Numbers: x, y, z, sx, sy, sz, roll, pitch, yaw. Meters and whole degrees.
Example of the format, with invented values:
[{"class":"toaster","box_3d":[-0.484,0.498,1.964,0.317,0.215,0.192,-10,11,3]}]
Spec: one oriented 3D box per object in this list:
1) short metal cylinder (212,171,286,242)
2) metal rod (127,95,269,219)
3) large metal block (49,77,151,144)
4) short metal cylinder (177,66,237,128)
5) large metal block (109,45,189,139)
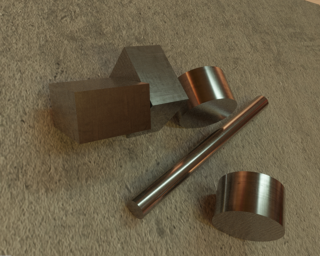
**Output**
[{"class":"short metal cylinder","box_3d":[0.106,0.094,0.368,0.080,0.080,0.050,27,53,-12]},{"class":"metal rod","box_3d":[0.072,0.023,0.428,0.302,0.025,0.025,-34,81,-38]},{"class":"large metal block","box_3d":[-0.066,-0.024,0.339,0.081,0.080,0.050,-12,109,-33]},{"class":"short metal cylinder","box_3d":[0.058,-0.040,0.424,0.081,0.080,0.050,-3,63,-30]},{"class":"large metal block","box_3d":[-0.021,-0.044,0.384,0.050,0.080,0.080,-13,69,-34]}]
